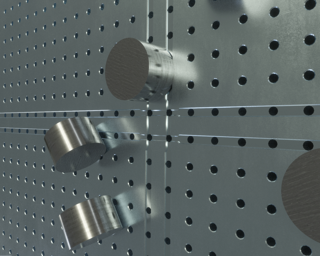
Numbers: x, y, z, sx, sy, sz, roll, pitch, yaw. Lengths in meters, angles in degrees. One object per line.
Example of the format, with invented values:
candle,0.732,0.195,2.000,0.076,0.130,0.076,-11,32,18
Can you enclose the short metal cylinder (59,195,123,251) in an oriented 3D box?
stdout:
short metal cylinder,-0.102,0.140,0.458,0.080,0.081,0.050,-39,67,33

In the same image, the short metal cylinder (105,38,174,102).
short metal cylinder,-0.028,-0.076,0.416,0.080,0.050,0.079,0,90,40

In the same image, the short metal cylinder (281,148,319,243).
short metal cylinder,0.154,0.055,0.266,0.080,0.050,0.079,0,90,40

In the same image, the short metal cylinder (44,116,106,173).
short metal cylinder,-0.131,0.027,0.482,0.080,0.081,0.050,-46,63,30
